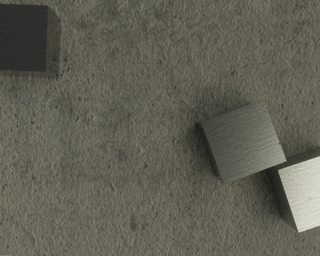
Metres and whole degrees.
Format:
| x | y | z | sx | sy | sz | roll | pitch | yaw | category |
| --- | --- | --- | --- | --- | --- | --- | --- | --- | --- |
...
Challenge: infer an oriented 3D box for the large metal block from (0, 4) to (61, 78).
| x | y | z | sx | sy | sz | roll | pitch | yaw | category |
| --- | --- | --- | --- | --- | --- | --- | --- | --- | --- |
| -0.176 | -0.109 | 0.396 | 0.081 | 0.050 | 0.080 | 2 | 90 | 0 | large metal block |

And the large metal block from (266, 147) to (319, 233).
| x | y | z | sx | sy | sz | roll | pitch | yaw | category |
| --- | --- | --- | --- | --- | --- | --- | --- | --- | --- |
| 0.193 | 0.076 | 0.399 | 0.080 | 0.050 | 0.080 | -18 | 90 | 0 | large metal block |

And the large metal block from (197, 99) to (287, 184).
| x | y | z | sx | sy | sz | roll | pitch | yaw | category |
| --- | --- | --- | --- | --- | --- | --- | --- | --- | --- |
| 0.101 | 0.016 | 0.398 | 0.080 | 0.050 | 0.080 | -21 | 90 | 0 | large metal block |
